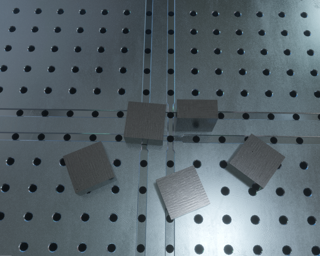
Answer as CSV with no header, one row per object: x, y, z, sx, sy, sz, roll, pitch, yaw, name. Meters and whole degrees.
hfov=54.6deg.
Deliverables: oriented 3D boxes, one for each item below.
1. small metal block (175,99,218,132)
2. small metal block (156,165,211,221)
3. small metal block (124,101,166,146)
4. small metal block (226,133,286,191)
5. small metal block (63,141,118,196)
0.046,-0.015,0.404,0.050,0.050,0.025,1,70,0,small metal block
0.027,0.080,0.383,0.050,0.025,0.050,-20,71,-7,small metal block
-0.019,-0.006,0.414,0.050,0.025,0.050,5,70,2,small metal block
0.121,0.044,0.396,0.050,0.025,0.050,37,74,12,small metal block
-0.088,0.051,0.393,0.050,0.025,0.050,-22,72,-8,small metal block
